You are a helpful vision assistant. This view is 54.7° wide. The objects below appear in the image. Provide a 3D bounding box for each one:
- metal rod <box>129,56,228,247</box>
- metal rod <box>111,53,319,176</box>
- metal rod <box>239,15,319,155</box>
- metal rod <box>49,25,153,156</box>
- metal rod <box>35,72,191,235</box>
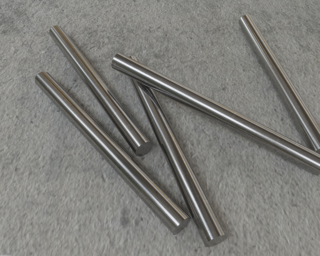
[{"bbox_3d":[0.005,0.005,0.399,0.025,0.025,0.299,-15,52,-13],"label":"metal rod"},{"bbox_3d":[0.065,-0.025,0.405,0.301,0.025,0.025,29,56,14],"label":"metal rod"},{"bbox_3d":[0.179,-0.084,0.475,0.025,0.025,0.300,-6,50,-6],"label":"metal rod"},{"bbox_3d":[-0.100,-0.071,0.461,0.025,0.025,0.300,-26,55,-21],"label":"metal rod"},{"bbox_3d":[-0.076,0.014,0.390,0.025,0.025,0.300,-34,58,-25],"label":"metal rod"}]
